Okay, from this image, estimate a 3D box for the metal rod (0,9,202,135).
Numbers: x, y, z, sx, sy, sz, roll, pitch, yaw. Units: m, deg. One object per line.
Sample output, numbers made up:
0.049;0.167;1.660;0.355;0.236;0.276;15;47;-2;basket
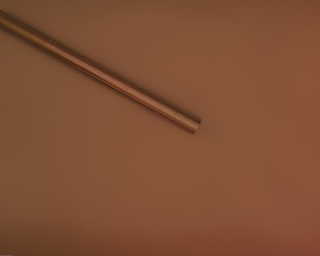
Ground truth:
-0.083;-0.073;0.410;0.301;0.025;0.025;29;90;0;metal rod
